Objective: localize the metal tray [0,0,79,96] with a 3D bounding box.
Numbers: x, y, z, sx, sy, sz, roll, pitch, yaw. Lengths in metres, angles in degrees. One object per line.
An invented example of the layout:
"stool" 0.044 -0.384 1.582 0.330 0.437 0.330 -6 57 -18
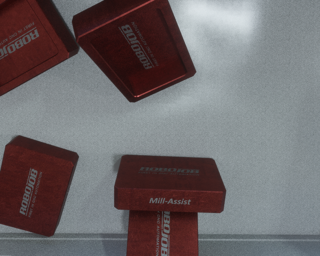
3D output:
"metal tray" -0.174 -0.097 0.360 0.130 0.030 0.090 -23 109 17

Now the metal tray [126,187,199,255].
"metal tray" 0.004 0.132 0.415 0.091 0.030 0.130 2 67 -1

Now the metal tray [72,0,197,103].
"metal tray" -0.020 -0.084 0.334 0.090 0.030 0.130 -24 152 9

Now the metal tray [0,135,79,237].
"metal tray" -0.177 0.084 0.437 0.091 0.030 0.129 18 109 -7

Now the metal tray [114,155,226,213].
"metal tray" 0.011 0.069 0.402 0.131 0.090 0.030 3 110 -2
